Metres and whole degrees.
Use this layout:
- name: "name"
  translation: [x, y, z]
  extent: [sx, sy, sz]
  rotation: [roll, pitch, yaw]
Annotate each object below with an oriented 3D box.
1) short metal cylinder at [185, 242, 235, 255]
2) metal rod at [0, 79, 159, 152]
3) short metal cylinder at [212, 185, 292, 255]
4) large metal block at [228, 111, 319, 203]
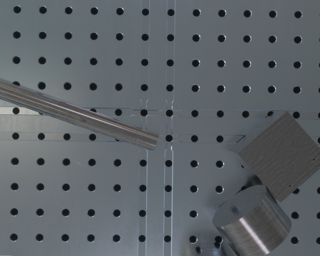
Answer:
- name: "short metal cylinder"
  translation: [0.069, 0.197, 0.402]
  extent: [0.081, 0.050, 0.079]
  rotation: [0, 90, 0]
- name: "metal rod"
  translation: [-0.147, -0.029, 0.412]
  extent: [0.302, 0.025, 0.025]
  rotation: [19, 90, 0]
- name: "short metal cylinder"
  translation: [0.113, 0.116, 0.387]
  extent: [0.080, 0.080, 0.050]
  rotation: [-37, 90, 0]
- name: "large metal block"
  translation: [0.151, 0.035, 0.402]
  extent: [0.080, 0.050, 0.080]
  rotation: [-41, 90, 0]
